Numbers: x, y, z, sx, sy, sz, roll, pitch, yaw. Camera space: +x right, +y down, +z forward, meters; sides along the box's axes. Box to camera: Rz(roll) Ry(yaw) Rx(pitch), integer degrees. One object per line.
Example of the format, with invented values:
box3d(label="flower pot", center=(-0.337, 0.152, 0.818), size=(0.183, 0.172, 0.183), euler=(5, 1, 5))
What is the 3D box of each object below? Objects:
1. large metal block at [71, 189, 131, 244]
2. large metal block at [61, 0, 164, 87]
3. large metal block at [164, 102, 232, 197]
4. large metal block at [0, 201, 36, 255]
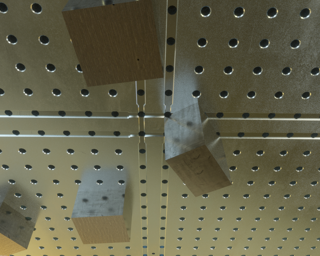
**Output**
box3d(label="large metal block", center=(-0.094, 0.151, 0.522), size=(0.080, 0.050, 0.079), euler=(-4, 130, 2))
box3d(label="large metal block", center=(-0.042, -0.093, 0.315), size=(0.080, 0.050, 0.080), euler=(-6, 130, 5))
box3d(label="large metal block", center=(0.048, 0.028, 0.400), size=(0.050, 0.080, 0.080), euler=(-24, 126, 19))
box3d(label="large metal block", center=(-0.286, 0.183, 0.547), size=(0.080, 0.050, 0.080), euler=(-22, 127, 17))
